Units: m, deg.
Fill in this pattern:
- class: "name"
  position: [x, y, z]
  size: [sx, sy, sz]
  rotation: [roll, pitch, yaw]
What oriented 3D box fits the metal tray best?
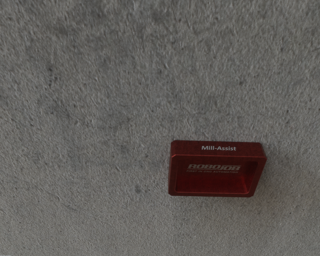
- class: "metal tray"
  position: [0.079, 0.062, 0.456]
  size: [0.131, 0.030, 0.089]
  rotation: [2, 130, -2]
